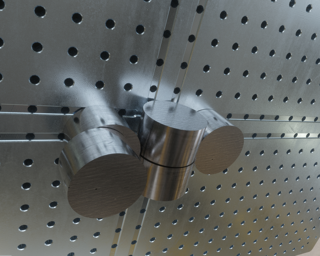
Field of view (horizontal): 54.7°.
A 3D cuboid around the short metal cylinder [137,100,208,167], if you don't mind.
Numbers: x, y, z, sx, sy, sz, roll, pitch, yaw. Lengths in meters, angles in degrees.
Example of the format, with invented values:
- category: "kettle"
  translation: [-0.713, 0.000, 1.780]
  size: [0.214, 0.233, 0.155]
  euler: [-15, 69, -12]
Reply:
- category: "short metal cylinder"
  translation: [0.013, 0.005, 0.386]
  size: [0.081, 0.080, 0.050]
  euler: [1, 119, -29]

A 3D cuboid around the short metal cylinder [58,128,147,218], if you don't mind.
- category: "short metal cylinder"
  translation: [-0.060, 0.047, 0.324]
  size: [0.081, 0.050, 0.079]
  euler: [-14, 124, -21]

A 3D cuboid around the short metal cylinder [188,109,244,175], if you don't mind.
- category: "short metal cylinder"
  translation: [0.072, 0.020, 0.445]
  size: [0.081, 0.050, 0.079]
  euler: [-14, 124, -21]

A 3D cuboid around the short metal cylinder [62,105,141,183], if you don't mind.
- category: "short metal cylinder"
  translation: [-0.070, 0.019, 0.368]
  size: [0.081, 0.050, 0.079]
  euler: [-14, 124, -21]

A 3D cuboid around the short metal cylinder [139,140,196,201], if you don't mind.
- category: "short metal cylinder"
  translation: [0.002, 0.050, 0.407]
  size: [0.081, 0.080, 0.050]
  euler: [-1, 119, -28]
